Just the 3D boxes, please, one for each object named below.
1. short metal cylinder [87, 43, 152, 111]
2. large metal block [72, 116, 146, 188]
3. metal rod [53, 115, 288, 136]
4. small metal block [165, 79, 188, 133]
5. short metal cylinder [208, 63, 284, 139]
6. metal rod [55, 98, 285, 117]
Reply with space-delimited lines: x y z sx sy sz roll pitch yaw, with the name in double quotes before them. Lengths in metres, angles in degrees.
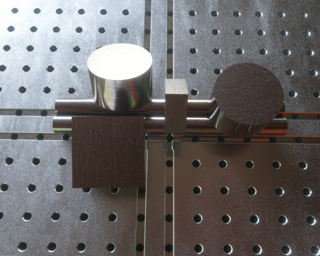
"short metal cylinder" -0.050 -0.067 0.404 0.081 0.050 0.080 1 46 0
"large metal block" -0.058 0.027 0.370 0.081 0.050 0.079 -1 90 -1
"metal rod" 0.013 -0.004 0.410 0.302 0.025 0.025 1 70 0
"small metal block" 0.018 -0.027 0.375 0.025 0.050 0.050 1 28 0
"short metal cylinder" 0.103 -0.032 0.381 0.081 0.050 0.080 0 70 0
"metal rod" 0.013 -0.027 0.418 0.302 0.025 0.025 1 70 0
